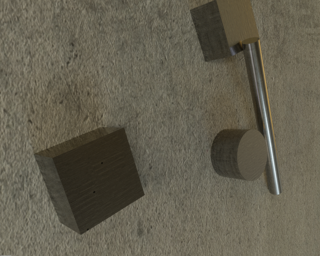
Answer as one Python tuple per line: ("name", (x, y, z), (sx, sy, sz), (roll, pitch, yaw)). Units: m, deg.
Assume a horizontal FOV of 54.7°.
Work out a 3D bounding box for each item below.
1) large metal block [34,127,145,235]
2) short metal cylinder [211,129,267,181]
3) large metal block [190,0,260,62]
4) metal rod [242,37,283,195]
("large metal block", (-0.072, 0.050, 0.328), (0.081, 0.050, 0.080), (-25, 106, -37))
("short metal cylinder", (0.127, 0.042, 0.495), (0.081, 0.050, 0.080), (0, 90, -40))
("large metal block", (0.101, -0.155, 0.472), (0.081, 0.050, 0.080), (-32, 110, -35))
("metal rod", (0.175, -0.004, 0.517), (0.025, 0.025, 0.299), (-41, 125, -32))
